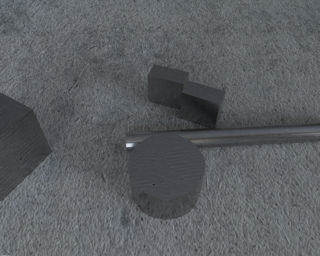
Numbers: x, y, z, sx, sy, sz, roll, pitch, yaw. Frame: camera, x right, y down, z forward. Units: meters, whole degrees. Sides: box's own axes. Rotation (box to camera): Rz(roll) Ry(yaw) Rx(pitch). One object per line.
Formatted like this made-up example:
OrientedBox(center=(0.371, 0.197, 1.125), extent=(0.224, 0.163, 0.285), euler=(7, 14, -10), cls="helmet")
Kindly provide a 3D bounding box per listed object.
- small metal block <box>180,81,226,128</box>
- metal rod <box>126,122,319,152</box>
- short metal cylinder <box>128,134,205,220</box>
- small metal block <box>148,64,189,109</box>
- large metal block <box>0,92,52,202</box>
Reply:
OrientedBox(center=(0.056, -0.030, 0.413), extent=(0.050, 0.050, 0.025), euler=(19, 53, 15), cls="small metal block")
OrientedBox(center=(0.109, 0.010, 0.395), extent=(0.302, 0.025, 0.025), euler=(-3, 50, -3), cls="metal rod")
OrientedBox(center=(0.007, 0.053, 0.343), extent=(0.081, 0.050, 0.080), euler=(0, 50, 0), cls="short metal cylinder")
OrientedBox(center=(0.011, -0.057, 0.435), extent=(0.050, 0.050, 0.025), euler=(15, 52, 12), cls="small metal block")
OrientedBox(center=(-0.179, 0.021, 0.347), extent=(0.050, 0.080, 0.080), euler=(25, 54, 19), cls="large metal block")
